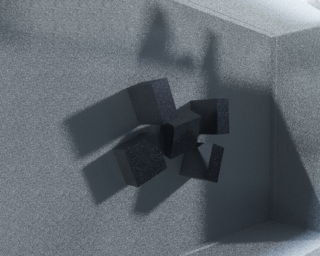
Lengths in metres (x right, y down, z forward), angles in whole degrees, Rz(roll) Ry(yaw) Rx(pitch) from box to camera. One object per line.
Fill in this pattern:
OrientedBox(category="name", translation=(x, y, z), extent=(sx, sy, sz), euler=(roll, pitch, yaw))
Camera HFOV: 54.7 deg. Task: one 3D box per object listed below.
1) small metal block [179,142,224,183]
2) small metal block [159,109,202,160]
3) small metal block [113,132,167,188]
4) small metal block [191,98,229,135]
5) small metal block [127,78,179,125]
OrientedBox(category="small metal block", translation=(0.059, 0.048, 0.440), extent=(0.025, 0.050, 0.050), euler=(23, 76, -38))
OrientedBox(category="small metal block", translation=(0.026, 0.008, 0.416), extent=(0.050, 0.025, 0.050), euler=(-21, 130, -38))
OrientedBox(category="small metal block", translation=(-0.024, 0.038, 0.386), extent=(0.050, 0.025, 0.050), euler=(-29, 108, -36))
OrientedBox(category="small metal block", translation=(0.072, -0.016, 0.451), extent=(0.025, 0.050, 0.050), euler=(-4, 93, -40))
OrientedBox(category="small metal block", translation=(-0.010, -0.032, 0.382), extent=(0.025, 0.050, 0.050), euler=(-28, 108, -36))
